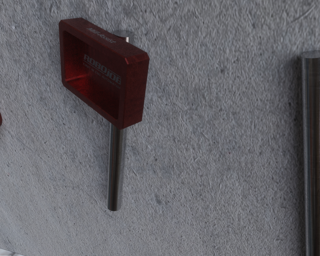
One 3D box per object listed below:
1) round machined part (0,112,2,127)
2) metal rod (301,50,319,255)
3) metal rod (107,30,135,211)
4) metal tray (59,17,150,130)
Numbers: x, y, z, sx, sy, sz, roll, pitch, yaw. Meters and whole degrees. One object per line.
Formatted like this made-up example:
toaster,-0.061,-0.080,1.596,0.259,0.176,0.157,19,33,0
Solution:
round machined part,-0.326,-0.020,0.555,0.098,0.042,0.097,13,124,21
metal rod,0.177,0.062,0.351,0.025,0.025,0.298,0,119,28
metal rod,-0.060,0.011,0.445,0.025,0.025,0.298,20,126,16
metal tray,-0.072,-0.067,0.370,0.130,0.030,0.089,35,133,31
